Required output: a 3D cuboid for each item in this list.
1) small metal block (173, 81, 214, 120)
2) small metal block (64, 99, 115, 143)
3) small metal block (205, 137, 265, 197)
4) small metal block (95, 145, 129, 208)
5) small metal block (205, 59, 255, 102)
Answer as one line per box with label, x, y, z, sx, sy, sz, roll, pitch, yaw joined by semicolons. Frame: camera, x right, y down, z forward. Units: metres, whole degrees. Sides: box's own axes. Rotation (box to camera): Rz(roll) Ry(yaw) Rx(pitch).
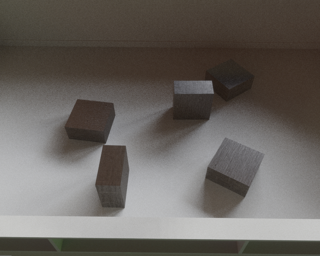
small metal block;0.044;-0.037;0.420;0.050;0.050;0.025;0;50;0
small metal block;-0.091;-0.010;0.412;0.050;0.025;0.050;7;50;5
small metal block;0.089;0.045;0.367;0.050;0.025;0.050;25;54;19
small metal block;-0.051;0.054;0.343;0.025;0.050;0.050;2;50;1
small metal block;0.104;-0.073;0.467;0.050;0.025;0.050;-28;55;-22
